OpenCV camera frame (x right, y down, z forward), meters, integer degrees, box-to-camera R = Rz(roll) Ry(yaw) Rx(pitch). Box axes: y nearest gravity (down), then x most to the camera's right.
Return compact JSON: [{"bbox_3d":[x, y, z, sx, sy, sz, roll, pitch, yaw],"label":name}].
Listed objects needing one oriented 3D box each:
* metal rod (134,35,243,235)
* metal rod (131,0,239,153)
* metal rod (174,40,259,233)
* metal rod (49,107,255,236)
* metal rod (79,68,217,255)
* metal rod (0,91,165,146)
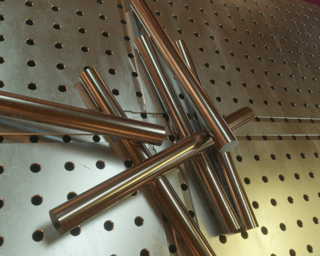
[{"bbox_3d":[0.031,-0.004,0.426,0.025,0.025,0.299,-12,68,-33],"label":"metal rod"},{"bbox_3d":[0.022,-0.093,0.439,0.025,0.025,0.299,-7,54,-31],"label":"metal rod"},{"bbox_3d":[0.072,-0.004,0.448,0.025,0.025,0.299,-3,63,-30],"label":"metal rod"},{"bbox_3d":[0.018,0.032,0.364,0.302,0.025,0.025,-25,76,-37],"label":"metal rod"},{"bbox_3d":[-0.012,0.052,0.369,0.025,0.025,0.299,-25,75,-37],"label":"metal rod"},{"bbox_3d":[-0.141,-0.021,0.326,0.302,0.025,0.025,12,57,-15],"label":"metal rod"}]
